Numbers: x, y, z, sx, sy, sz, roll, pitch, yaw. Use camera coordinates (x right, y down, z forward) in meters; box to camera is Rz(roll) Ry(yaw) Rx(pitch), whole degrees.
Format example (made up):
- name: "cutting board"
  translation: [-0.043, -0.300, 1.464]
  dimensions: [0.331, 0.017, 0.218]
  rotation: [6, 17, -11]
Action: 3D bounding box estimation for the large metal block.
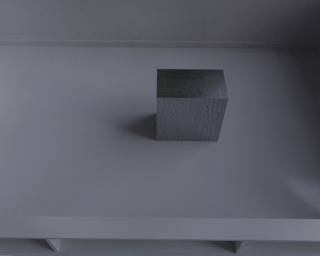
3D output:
- name: "large metal block"
  translation: [0.036, -0.027, 0.393]
  dimensions: [0.081, 0.080, 0.050]
  rotation: [0, 50, 0]
